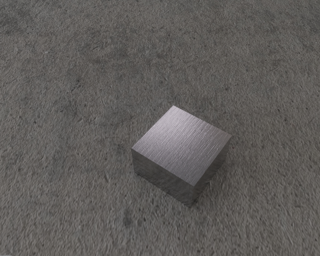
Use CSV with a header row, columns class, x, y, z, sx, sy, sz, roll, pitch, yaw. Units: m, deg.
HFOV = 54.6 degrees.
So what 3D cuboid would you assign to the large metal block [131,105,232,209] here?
class,x,y,z,sx,sy,sz,roll,pitch,yaw
large metal block,0.025,0.031,0.361,0.080,0.050,0.080,29,56,22
